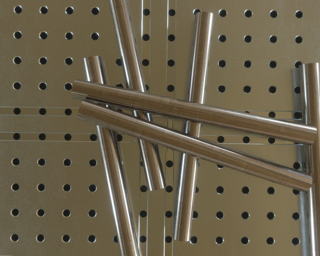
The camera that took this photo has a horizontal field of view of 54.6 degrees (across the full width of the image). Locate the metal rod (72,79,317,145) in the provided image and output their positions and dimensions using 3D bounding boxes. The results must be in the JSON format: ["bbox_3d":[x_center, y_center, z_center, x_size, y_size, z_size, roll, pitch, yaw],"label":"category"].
[{"bbox_3d":[0.042,-0.020,0.387,0.301,0.025,0.025,11,90,0],"label":"metal rod"}]

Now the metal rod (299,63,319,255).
[{"bbox_3d":[0.207,0.065,0.414,0.025,0.025,0.298,-3,90,0],"label":"metal rod"}]

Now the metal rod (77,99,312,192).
[{"bbox_3d":[0.047,0.024,0.388,0.301,0.025,0.025,18,90,-6],"label":"metal rod"}]

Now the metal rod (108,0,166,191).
[{"bbox_3d":[-0.034,-0.066,0.413,0.025,0.025,0.299,-12,90,0],"label":"metal rod"}]

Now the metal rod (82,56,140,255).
[{"bbox_3d":[-0.062,0.054,0.412,0.025,0.025,0.299,-11,90,0],"label":"metal rod"}]

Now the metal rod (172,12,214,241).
[{"bbox_3d":[0.044,-0.002,0.413,0.025,0.025,0.298,6,90,0],"label":"metal rod"}]
